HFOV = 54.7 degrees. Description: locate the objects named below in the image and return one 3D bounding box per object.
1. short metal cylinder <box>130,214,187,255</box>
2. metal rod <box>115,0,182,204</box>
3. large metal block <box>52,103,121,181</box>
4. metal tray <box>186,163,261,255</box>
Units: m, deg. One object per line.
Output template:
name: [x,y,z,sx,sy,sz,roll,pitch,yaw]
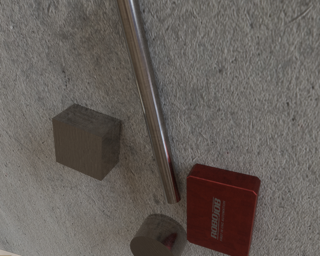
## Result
short metal cylinder: [-0.001,0.188,0.506,0.080,0.050,0.079,13,124,20]
metal rod: [-0.010,-0.027,0.394,0.025,0.025,0.298,1,119,27]
large metal block: [-0.107,0.020,0.457,0.080,0.050,0.079,20,126,16]
metal tray: [0.085,0.117,0.431,0.090,0.030,0.129,11,123,22]
